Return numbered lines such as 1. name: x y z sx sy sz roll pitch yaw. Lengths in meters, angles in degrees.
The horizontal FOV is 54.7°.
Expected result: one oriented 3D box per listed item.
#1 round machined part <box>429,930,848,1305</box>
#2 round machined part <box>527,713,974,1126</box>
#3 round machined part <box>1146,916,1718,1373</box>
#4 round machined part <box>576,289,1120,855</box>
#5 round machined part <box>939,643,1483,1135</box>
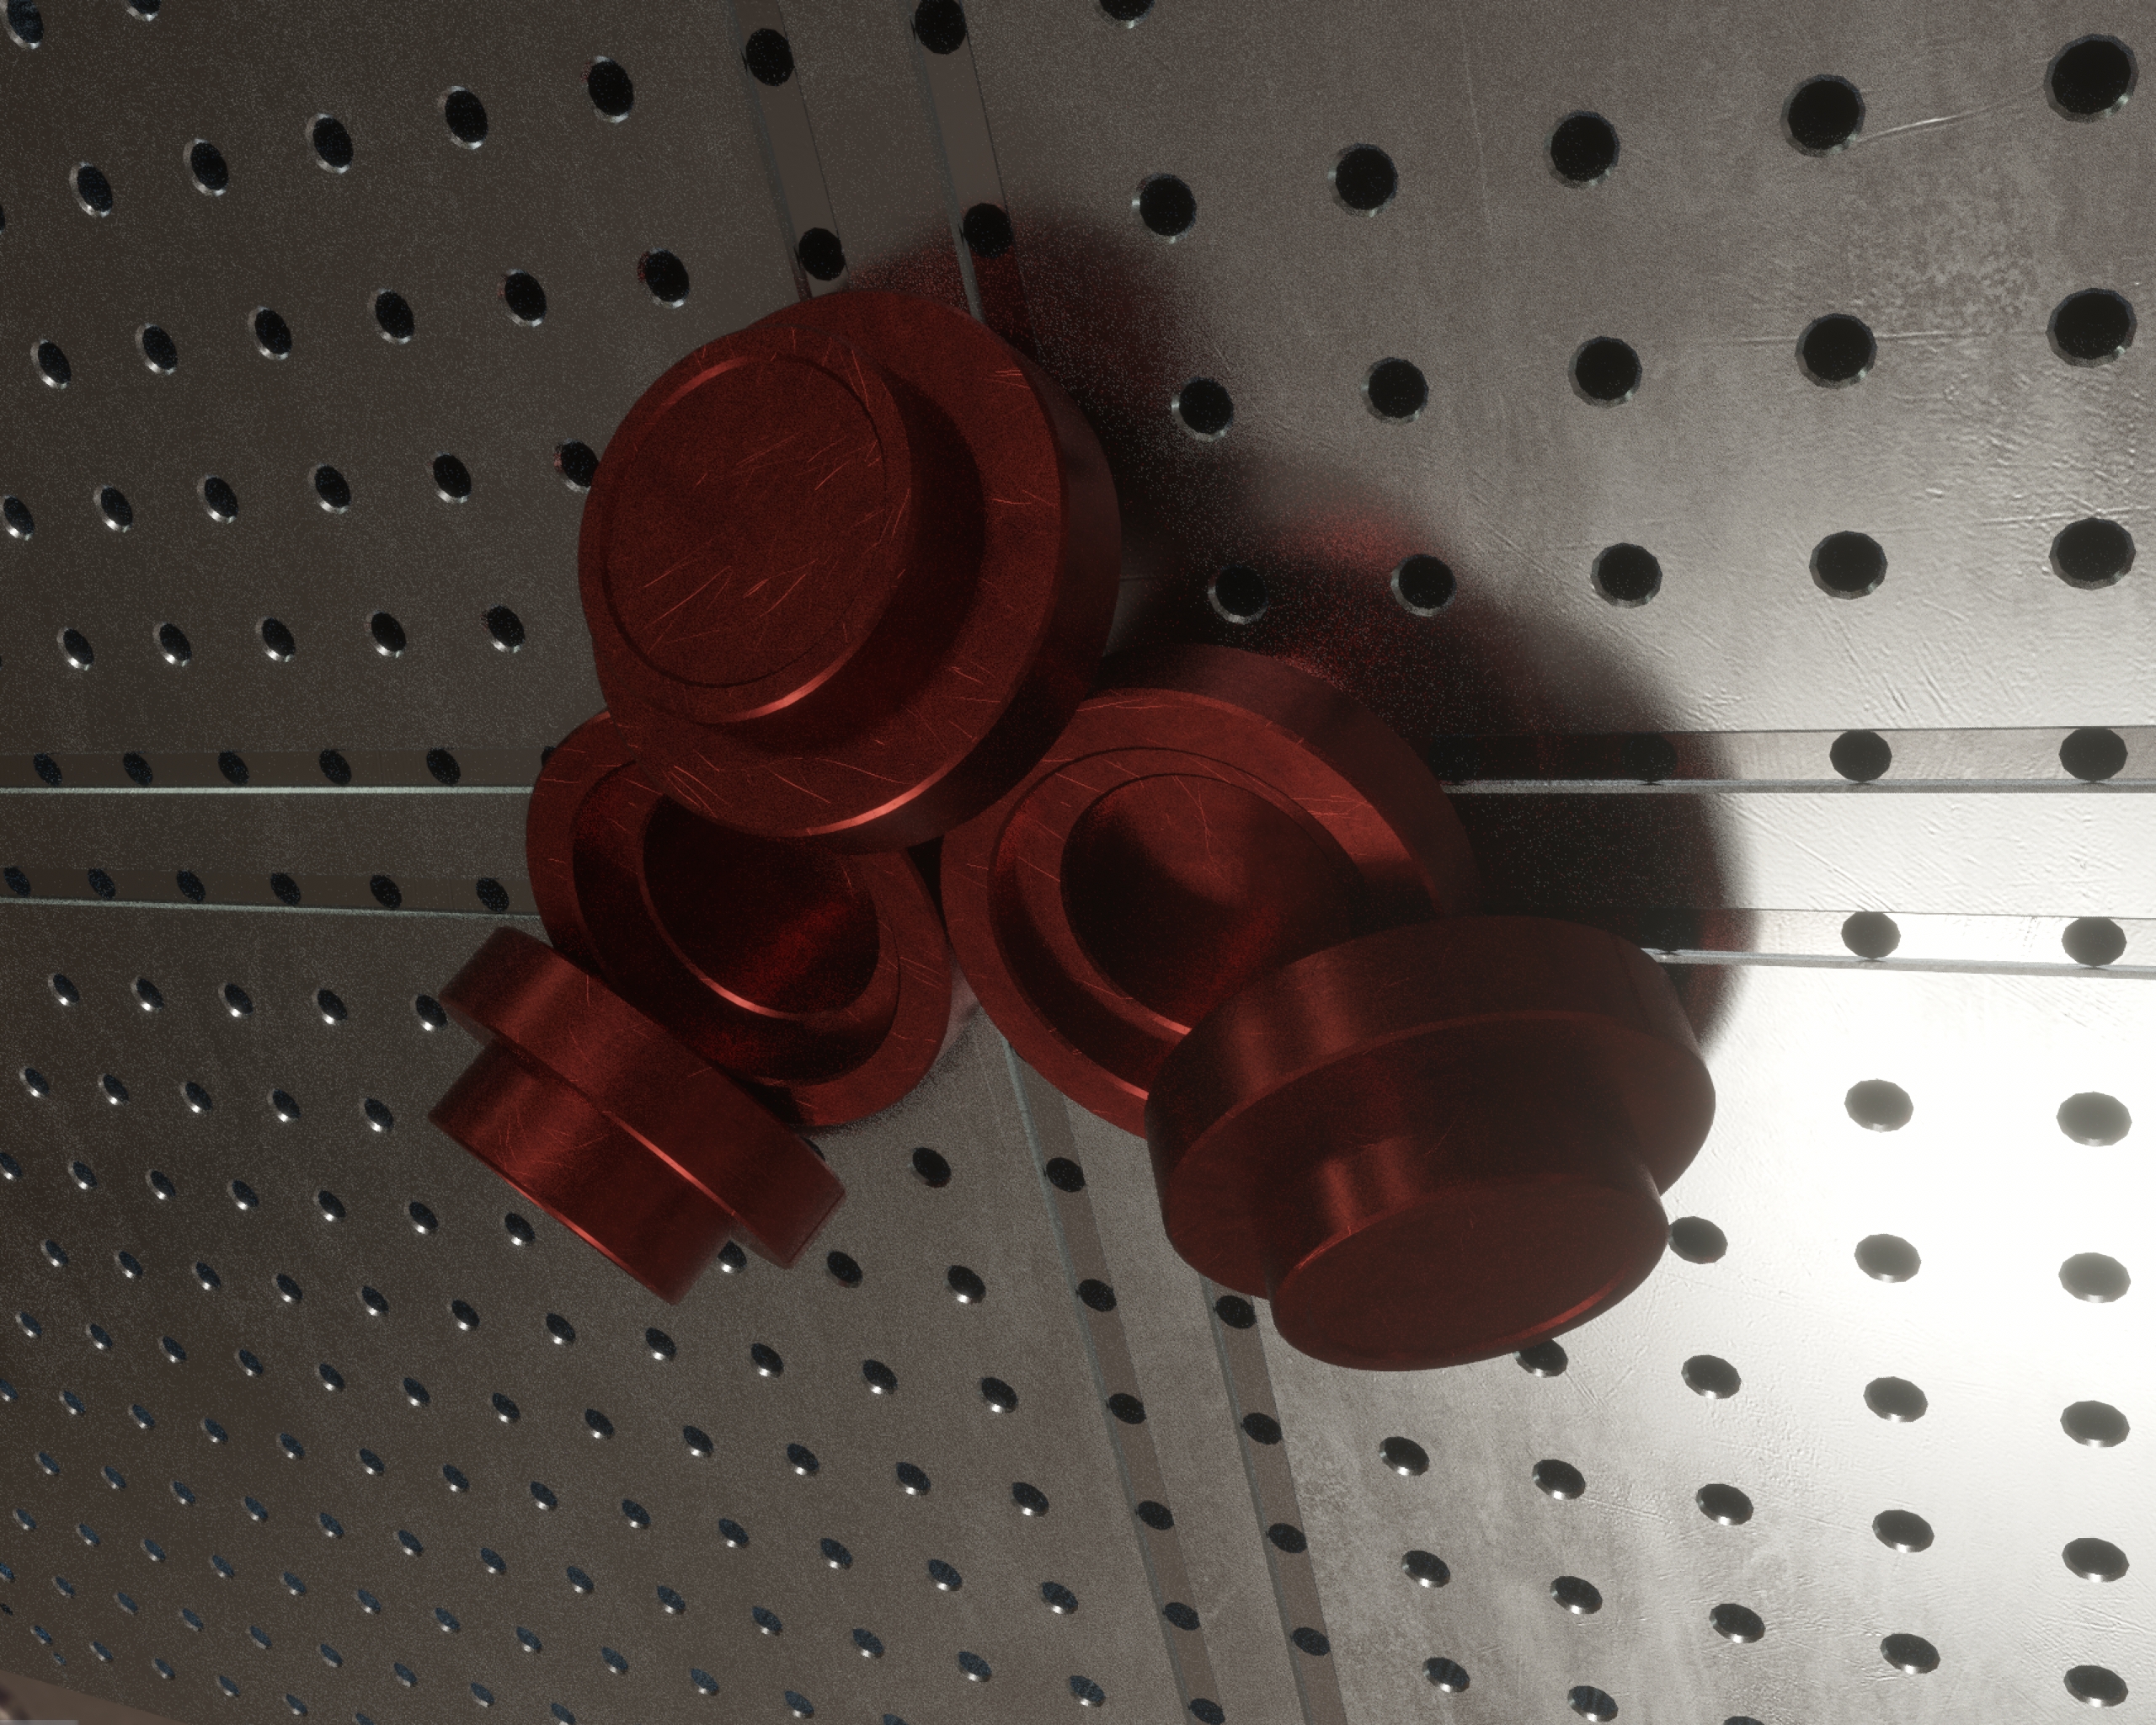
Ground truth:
1. round machined part: -0.102 0.061 0.460 0.098 0.042 0.098 34 163 12
2. round machined part: -0.061 0.003 0.431 0.098 0.042 0.097 13 124 20
3. round machined part: 0.064 0.055 0.365 0.099 0.042 0.097 -7 142 -5
4. round machined part: -0.046 -0.052 0.357 0.098 0.042 0.098 -5 78 26
5. round machined part: 0.027 0.004 0.387 0.098 0.042 0.097 13 124 20
